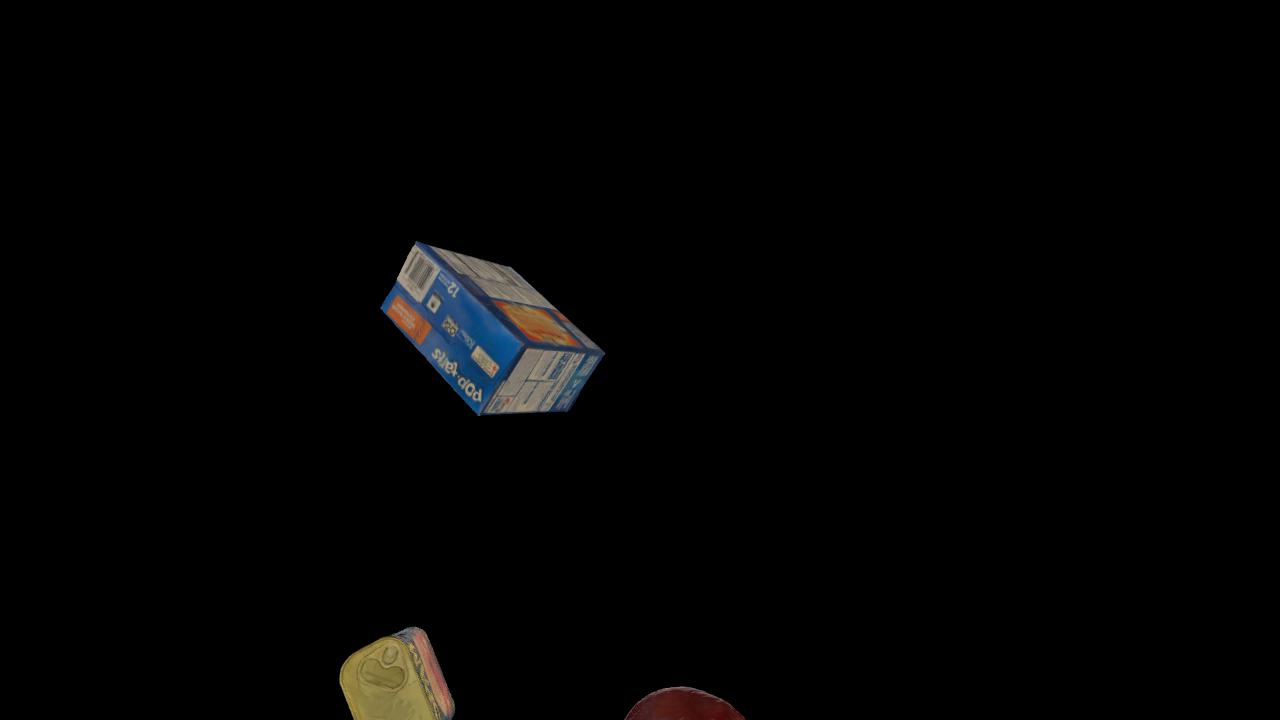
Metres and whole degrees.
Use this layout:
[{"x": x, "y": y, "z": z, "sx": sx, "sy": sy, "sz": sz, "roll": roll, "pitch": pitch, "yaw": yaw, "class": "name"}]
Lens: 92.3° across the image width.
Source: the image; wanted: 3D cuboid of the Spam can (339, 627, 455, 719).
[{"x": -0.208, "y": 0.292, "z": 0.538, "sx": 0.058, "sy": 0.101, "sz": 0.085, "roll": -24, "pitch": -13, "yaw": -13, "class": "Spam can"}]

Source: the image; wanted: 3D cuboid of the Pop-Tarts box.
[{"x": -0.145, "y": -0.028, "z": 0.619, "sx": 0.167, "sy": 0.083, "sz": 0.141, "roll": 42, "pitch": 16, "yaw": 22, "class": "Pop-Tarts box"}]

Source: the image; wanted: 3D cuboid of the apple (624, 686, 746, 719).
[{"x": 0.030, "y": 0.265, "z": 0.418, "sx": 0.093, "sy": 0.079, "sz": 0.079, "roll": -25, "pitch": -9, "yaw": 20, "class": "apple"}]
